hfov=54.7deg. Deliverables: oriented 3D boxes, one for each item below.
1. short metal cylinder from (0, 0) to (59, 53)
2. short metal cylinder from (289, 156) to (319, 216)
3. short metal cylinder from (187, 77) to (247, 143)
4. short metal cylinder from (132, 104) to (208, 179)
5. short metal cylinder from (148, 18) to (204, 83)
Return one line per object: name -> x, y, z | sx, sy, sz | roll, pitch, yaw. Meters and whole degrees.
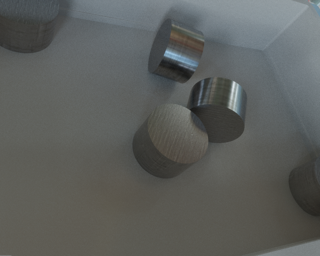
short metal cylinder -> -0.171, -0.140, 0.383 | 0.081, 0.050, 0.080 | 14, 56, -21
short metal cylinder -> 0.245, 0.087, 0.468 | 0.081, 0.050, 0.080 | 14, 56, -21
short metal cylinder -> 0.077, -0.023, 0.426 | 0.080, 0.080, 0.050 | 26, 53, -12
short metal cylinder -> 0.012, 0.017, 0.386 | 0.081, 0.050, 0.080 | 14, 56, -21
short metal cylinder -> 0.022, -0.110, 0.449 | 0.050, 0.080, 0.080 | 16, 55, -20
